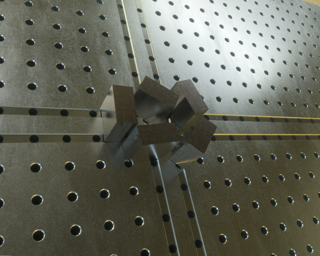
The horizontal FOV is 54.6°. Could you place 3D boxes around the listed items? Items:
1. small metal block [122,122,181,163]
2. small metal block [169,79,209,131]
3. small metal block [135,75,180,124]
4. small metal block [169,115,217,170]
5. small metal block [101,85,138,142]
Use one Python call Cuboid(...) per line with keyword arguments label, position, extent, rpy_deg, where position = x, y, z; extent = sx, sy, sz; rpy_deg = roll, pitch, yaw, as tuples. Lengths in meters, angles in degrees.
Cuboid(label="small metal block", position=(-0.011, 0.018, 0.374), extent=(0.050, 0.050, 0.025), rpy_deg=(-5, 64, -31))
Cuboid(label="small metal block", position=(0.033, -0.031, 0.427), extent=(0.025, 0.050, 0.050), rpy_deg=(-17, 70, -35))
Cuboid(label="small metal block", position=(-0.011, -0.033, 0.406), extent=(0.050, 0.050, 0.025), rpy_deg=(30, 53, -10))
Cuboid(label="small metal block", position=(0.043, 0.019, 0.402), extent=(0.025, 0.050, 0.050), rpy_deg=(36, 51, -3))
Cuboid(label="small metal block", position=(-0.050, -0.016, 0.374), extent=(0.025, 0.050, 0.050), rpy_deg=(3, 61, -26))
